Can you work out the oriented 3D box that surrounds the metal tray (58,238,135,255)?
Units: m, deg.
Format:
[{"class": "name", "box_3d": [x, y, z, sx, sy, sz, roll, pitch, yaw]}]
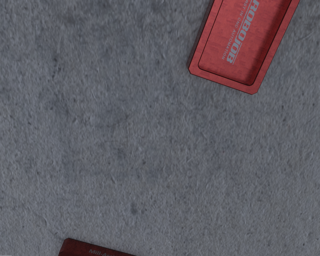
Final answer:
[{"class": "metal tray", "box_3d": [-0.101, 0.235, 0.492, 0.131, 0.030, 0.089, 18, 109, -7]}]

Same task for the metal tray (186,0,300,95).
[{"class": "metal tray", "box_3d": [0.095, -0.114, 0.366, 0.091, 0.030, 0.129, 18, 109, -7]}]
